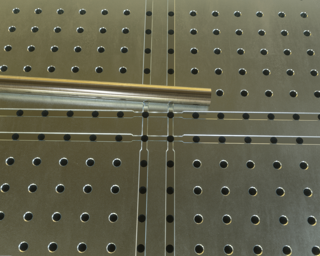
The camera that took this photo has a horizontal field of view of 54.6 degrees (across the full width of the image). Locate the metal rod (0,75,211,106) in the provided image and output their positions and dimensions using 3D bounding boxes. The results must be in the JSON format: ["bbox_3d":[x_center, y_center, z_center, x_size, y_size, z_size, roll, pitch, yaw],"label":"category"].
[{"bbox_3d":[-0.082,-0.052,0.430,0.302,0.025,0.025,4,70,1],"label":"metal rod"}]
